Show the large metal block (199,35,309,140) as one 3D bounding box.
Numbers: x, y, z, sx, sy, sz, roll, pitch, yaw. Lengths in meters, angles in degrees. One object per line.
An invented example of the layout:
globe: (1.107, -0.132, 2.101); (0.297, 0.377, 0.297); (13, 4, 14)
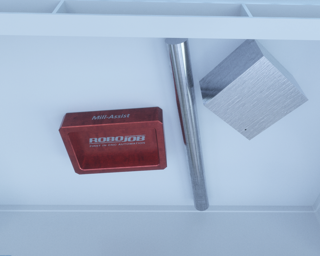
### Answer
large metal block: (0.105, -0.044, 0.357); (0.080, 0.050, 0.080); (34, 122, -26)

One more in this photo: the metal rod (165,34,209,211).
metal rod: (0.044, 0.017, 0.424); (0.025, 0.025, 0.298); (-8, 130, 6)

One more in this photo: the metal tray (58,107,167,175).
metal tray: (-0.059, 0.020, 0.421); (0.131, 0.030, 0.089); (-4, 130, 2)
